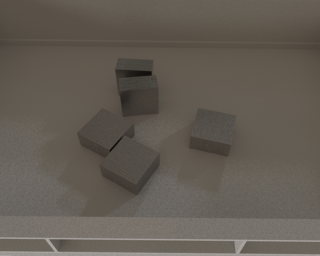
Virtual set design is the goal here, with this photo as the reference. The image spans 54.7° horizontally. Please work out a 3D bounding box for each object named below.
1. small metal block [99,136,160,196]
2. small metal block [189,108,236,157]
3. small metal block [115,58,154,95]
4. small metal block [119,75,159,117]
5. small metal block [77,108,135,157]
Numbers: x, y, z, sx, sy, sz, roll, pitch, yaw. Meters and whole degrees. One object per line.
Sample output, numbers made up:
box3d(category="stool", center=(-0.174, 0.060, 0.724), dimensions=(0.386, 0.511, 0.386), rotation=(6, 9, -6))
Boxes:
box3d(category="small metal block", center=(-0.035, 0.043, 0.368), dimensions=(0.050, 0.025, 0.050), rotation=(25, 54, 19))
box3d(category="small metal block", center=(0.068, 0.005, 0.402), dimensions=(0.050, 0.025, 0.050), rotation=(12, 51, 9))
box3d(category="small metal block", center=(-0.035, -0.072, 0.449), dimensions=(0.050, 0.050, 0.025), rotation=(3, 50, 2))
box3d(category="small metal block", center=(-0.029, -0.043, 0.425), dimensions=(0.050, 0.050, 0.025), rotation=(-6, 51, -5))
box3d(category="small metal block", center=(-0.068, 0.008, 0.398), dimensions=(0.050, 0.025, 0.050), rotation=(25, 54, 19))
